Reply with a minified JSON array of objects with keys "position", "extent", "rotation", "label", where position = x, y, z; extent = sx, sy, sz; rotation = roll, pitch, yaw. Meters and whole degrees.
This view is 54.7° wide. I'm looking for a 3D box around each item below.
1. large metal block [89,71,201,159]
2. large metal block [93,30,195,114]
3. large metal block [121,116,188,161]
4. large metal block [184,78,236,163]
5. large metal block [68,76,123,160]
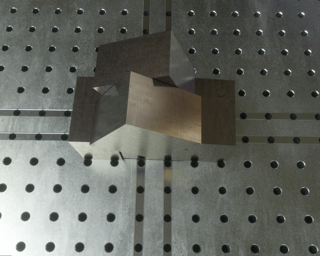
[{"position":[-0.015,-0.007,0.314],"extent":[0.081,0.080,0.050],"rotation":[15,66,-30],"label":"large metal block"},{"position":[-0.013,-0.053,0.334],"extent":[0.080,0.080,0.050],"rotation":[-6,68,22],"label":"large metal block"},{"position":[-0.006,-0.005,0.398],"extent":[0.081,0.050,0.080],"rotation":[3,70,0],"label":"large metal block"},{"position":[0.059,-0.006,0.385],"extent":[0.050,0.080,0.080],"rotation":[4,70,1],"label":"large metal block"},{"position":[-0.073,-0.009,0.385],"extent":[0.050,0.080,0.080],"rotation":[2,70,0],"label":"large metal block"}]
